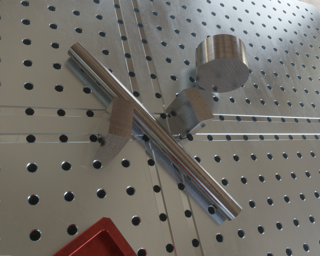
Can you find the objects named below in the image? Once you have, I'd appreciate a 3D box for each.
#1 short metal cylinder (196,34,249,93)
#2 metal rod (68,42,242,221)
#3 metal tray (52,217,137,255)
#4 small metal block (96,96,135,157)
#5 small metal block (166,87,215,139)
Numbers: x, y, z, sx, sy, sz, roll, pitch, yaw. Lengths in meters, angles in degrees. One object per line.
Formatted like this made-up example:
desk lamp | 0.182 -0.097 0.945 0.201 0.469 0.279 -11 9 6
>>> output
short metal cylinder | 0.097 -0.100 0.488 0.081 0.080 0.050 16 56 -20
metal rod | -0.009 0.002 0.403 0.300 0.025 0.025 46 51 3
metal tray | -0.049 0.161 0.281 0.091 0.030 0.130 -32 80 -38
small metal block | -0.053 -0.001 0.365 0.025 0.050 0.050 16 55 -20
small metal block | 0.041 -0.021 0.429 0.025 0.050 0.050 -15 70 -34
